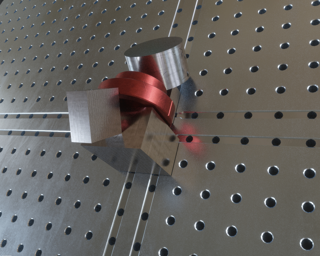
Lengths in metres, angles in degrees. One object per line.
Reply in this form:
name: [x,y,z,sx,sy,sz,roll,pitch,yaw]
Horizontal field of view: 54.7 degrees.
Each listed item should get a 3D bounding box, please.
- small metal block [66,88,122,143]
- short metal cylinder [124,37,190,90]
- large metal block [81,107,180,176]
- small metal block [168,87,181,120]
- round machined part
small metal block: [-0.066,-0.015,0.318,0.025,0.050,0.050,2,101,28]
short metal cylinder: [-0.003,-0.088,0.425,0.080,0.050,0.080,-12,28,7]
large metal block: [-0.033,0.017,0.377,0.080,0.080,0.050,1,62,28]
small metal block: [-0.004,-0.034,0.429,0.050,0.025,0.050,1,62,28]
round machined part: [-0.029,-0.034,0.382,0.098,0.098,0.042,1,62,28]
